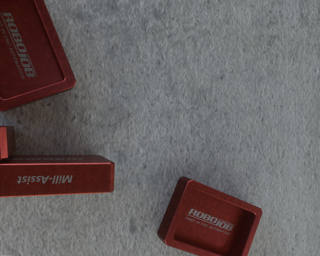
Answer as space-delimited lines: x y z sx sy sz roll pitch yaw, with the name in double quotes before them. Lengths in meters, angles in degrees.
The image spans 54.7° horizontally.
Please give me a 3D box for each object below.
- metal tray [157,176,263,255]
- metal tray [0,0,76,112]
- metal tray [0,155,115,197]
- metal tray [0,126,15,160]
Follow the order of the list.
"metal tray" 0.072 0.133 0.434 0.131 0.030 0.090 25 82 -19
"metal tray" -0.161 -0.093 0.346 0.091 0.030 0.129 -23 98 -19
"metal tray" -0.122 0.048 0.329 0.131 0.090 0.030 2 90 -20
"metal tray" -0.214 0.016 0.295 0.131 0.090 0.030 -3 92 -20
